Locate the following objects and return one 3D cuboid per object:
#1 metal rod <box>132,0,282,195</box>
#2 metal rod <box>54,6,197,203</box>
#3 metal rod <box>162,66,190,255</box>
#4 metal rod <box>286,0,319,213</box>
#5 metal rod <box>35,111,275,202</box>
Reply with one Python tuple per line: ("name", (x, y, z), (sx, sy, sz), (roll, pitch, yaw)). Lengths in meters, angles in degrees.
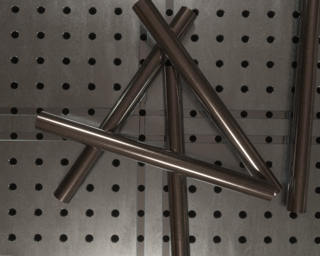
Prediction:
("metal rod", (0.064, -0.035, 0.398), (0.025, 0.025, 0.299), (-37, 97, 0))
("metal rod", (-0.046, -0.031, 0.412), (0.025, 0.025, 0.299), (34, 90, -1))
("metal rod", (0.023, 0.068, 0.413), (0.025, 0.025, 0.298), (-3, 90, -1))
("metal rod", (0.194, -0.038, 0.415), (0.025, 0.025, 0.298), (4, 90, -1))
("metal rod", (-0.005, 0.036, 0.387), (0.302, 0.025, 0.025), (17, 90, -1))
